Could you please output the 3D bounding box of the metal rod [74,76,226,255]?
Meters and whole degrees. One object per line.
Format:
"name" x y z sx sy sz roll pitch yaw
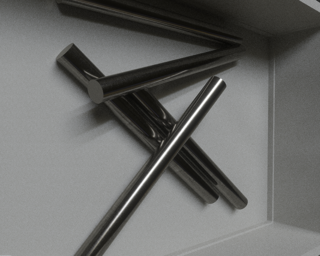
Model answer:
"metal rod" -0.009 0.051 0.374 0.300 0.025 0.025 -52 121 -18

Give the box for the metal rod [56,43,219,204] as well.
"metal rod" -0.010 0.013 0.399 0.300 0.025 0.025 46 62 -31

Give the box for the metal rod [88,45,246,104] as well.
"metal rod" 0.034 -0.082 0.416 0.302 0.025 0.025 -25 106 -44

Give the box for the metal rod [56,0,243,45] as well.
"metal rod" 0.012 -0.144 0.417 0.302 0.025 0.025 -1 91 -40

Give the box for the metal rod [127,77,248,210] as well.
"metal rod" 0.047 0.034 0.448 0.300 0.025 0.025 46 62 -31
